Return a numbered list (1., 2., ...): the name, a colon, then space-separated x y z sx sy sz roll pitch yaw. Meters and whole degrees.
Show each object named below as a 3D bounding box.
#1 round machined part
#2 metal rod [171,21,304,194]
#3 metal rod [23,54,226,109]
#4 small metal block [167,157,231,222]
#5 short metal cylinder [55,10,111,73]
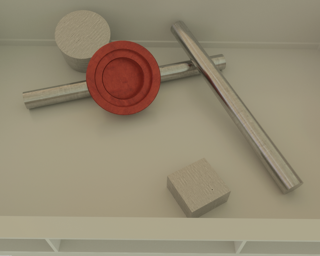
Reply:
1. round machined part: -0.052 -0.068 0.428 0.099 0.097 0.042 -14 10 -12
2. metal rod: 0.090 -0.047 0.423 0.025 0.025 0.299 -19 59 -16
3. metal rod: -0.044 -0.072 0.464 0.302 0.025 0.025 -13 52 -12
4. small metal block: 0.042 0.068 0.348 0.050 0.025 0.050 -23 54 -19
5. short metal cylinder: -0.115 -0.132 0.479 0.081 0.050 0.080 1 76 -4
